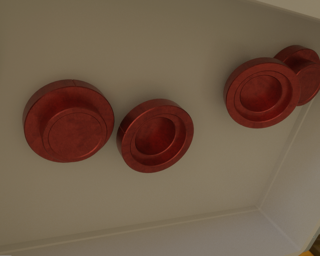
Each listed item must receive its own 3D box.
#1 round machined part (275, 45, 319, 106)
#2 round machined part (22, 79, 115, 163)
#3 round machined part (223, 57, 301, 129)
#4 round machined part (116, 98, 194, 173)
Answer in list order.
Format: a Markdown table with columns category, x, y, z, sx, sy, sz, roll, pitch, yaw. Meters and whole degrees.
| category | x | y | z | sx | sy | sz | roll | pitch | yaw |
| --- | --- | --- | --- | --- | --- | --- | --- | --- | --- |
| round machined part | 0.206 | -0.072 | 0.469 | 0.099 | 0.042 | 0.097 | -14 | 125 | -21 |
| round machined part | -0.098 | -0.001 | 0.345 | 0.099 | 0.042 | 0.097 | -14 | 125 | -21 |
| round machined part | 0.136 | -0.051 | 0.428 | 0.099 | 0.042 | 0.097 | 0 | 122 | 0 |
| round machined part | -0.009 | 0.006 | 0.398 | 0.099 | 0.042 | 0.097 | -14 | 125 | -21 |
